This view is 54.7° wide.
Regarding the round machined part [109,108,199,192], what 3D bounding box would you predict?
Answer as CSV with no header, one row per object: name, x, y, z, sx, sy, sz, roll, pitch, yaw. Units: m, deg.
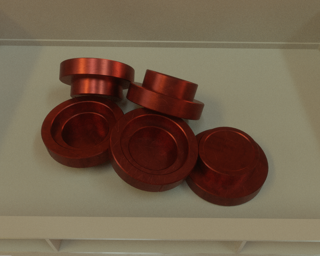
round machined part,-0.009,0.028,0.353,0.099,0.042,0.098,8,55,-11

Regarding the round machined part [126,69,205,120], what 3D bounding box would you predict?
round machined part,0.010,-0.045,0.395,0.099,0.042,0.098,16,10,-3

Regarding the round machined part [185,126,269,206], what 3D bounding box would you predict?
round machined part,0.077,0.037,0.361,0.099,0.042,0.098,0,50,0

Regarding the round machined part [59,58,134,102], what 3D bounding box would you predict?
round machined part,-0.085,-0.060,0.418,0.099,0.098,0.042,2,86,1

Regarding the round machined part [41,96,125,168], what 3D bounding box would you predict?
round machined part,-0.090,0.009,0.382,0.099,0.042,0.098,0,50,0
